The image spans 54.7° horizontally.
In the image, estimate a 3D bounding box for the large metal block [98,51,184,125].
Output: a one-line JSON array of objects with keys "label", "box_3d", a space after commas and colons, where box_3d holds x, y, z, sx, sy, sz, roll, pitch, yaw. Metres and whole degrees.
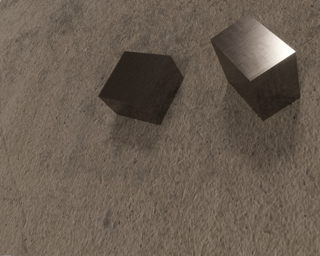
[{"label": "large metal block", "box_3d": [-0.025, -0.058, 0.435, 0.080, 0.050, 0.080, 15, 69, 33]}]

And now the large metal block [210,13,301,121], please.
[{"label": "large metal block", "box_3d": [0.109, -0.067, 0.352, 0.050, 0.080, 0.080, -34, 52, 6]}]
